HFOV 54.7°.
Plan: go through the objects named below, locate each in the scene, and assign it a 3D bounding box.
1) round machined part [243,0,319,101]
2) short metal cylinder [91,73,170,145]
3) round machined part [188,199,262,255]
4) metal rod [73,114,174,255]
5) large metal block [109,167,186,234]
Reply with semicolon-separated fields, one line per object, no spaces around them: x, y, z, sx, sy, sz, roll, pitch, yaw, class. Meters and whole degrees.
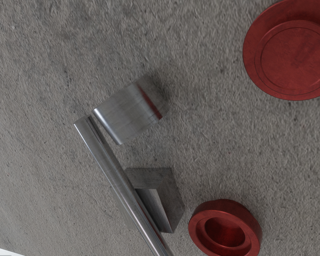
0.126;-0.069;0.287;0.098;0.042;0.097;13;124;21;round machined part
-0.035;-0.023;0.375;0.080;0.080;0.050;-26;104;37;short metal cylinder
0.092;0.139;0.433;0.098;0.042;0.097;13;124;21;round machined part
-0.031;0.116;0.430;0.025;0.025;0.299;-16;111;34;metal rod
-0.017;0.107;0.466;0.080;0.050;0.080;-5;116;30;large metal block
